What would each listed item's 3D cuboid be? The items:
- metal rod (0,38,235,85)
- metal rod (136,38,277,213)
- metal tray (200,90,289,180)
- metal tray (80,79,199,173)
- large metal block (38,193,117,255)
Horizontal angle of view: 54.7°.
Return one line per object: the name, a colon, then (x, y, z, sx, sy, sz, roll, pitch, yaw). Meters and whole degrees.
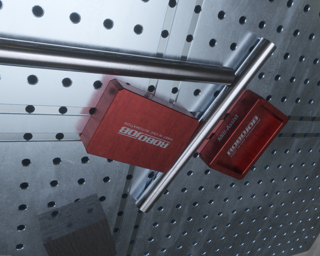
metal rod: (-0.039, -0.071, 0.347, 0.303, 0.025, 0.025, 0, 118, -29)
metal rod: (0.061, 0.002, 0.447, 0.025, 0.025, 0.299, 29, 102, -38)
metal tray: (0.135, 0.015, 0.493, 0.090, 0.030, 0.129, 26, 104, -38)
metal tray: (-0.023, 0.003, 0.399, 0.131, 0.030, 0.090, 20, 107, -36)
large metal block: (-0.112, 0.149, 0.427, 0.081, 0.050, 0.079, -19, 126, -18)
